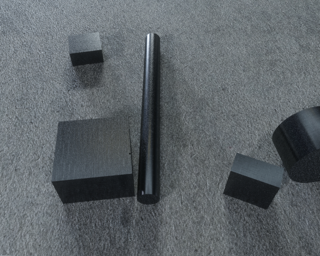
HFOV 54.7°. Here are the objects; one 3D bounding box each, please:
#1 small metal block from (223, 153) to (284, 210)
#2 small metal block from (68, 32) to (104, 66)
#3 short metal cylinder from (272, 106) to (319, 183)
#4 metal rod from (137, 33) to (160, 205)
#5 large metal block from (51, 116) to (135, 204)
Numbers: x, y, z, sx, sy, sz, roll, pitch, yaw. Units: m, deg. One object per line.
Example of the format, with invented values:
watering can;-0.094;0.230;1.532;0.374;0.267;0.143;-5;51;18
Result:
small metal block;0.101;0.059;0.339;0.050;0.050;0.025;18;53;14
small metal block;-0.122;-0.131;0.511;0.050;0.025;0.050;-10;51;-9
short metal cylinder;0.177;0.020;0.353;0.081;0.080;0.050;-6;51;-6
metal rod;-0.013;-0.037;0.433;0.025;0.025;0.300;0;50;0
large metal block;-0.073;0.035;0.356;0.081;0.050;0.080;-5;50;-5
